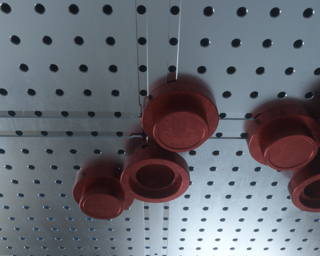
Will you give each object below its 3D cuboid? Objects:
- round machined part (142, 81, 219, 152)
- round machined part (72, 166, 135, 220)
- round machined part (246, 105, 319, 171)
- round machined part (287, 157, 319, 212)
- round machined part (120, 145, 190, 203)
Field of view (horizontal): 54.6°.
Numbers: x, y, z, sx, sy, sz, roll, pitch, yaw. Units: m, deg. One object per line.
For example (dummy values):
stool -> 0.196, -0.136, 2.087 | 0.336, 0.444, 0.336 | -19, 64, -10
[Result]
round machined part -> 0.026, -0.007, 0.394 | 0.099, 0.042, 0.097 | 0, 130, 0
round machined part -> -0.089, 0.109, 0.492 | 0.099, 0.042, 0.097 | 0, 130, 0
round machined part -> 0.170, 0.020, 0.419 | 0.099, 0.042, 0.097 | 0, 130, 0
round machined part -> 0.245, 0.083, 0.472 | 0.099, 0.042, 0.097 | 0, 130, 0
round machined part -> -0.006, 0.063, 0.454 | 0.099, 0.042, 0.097 | 0, 130, 0
